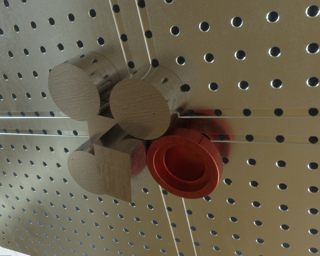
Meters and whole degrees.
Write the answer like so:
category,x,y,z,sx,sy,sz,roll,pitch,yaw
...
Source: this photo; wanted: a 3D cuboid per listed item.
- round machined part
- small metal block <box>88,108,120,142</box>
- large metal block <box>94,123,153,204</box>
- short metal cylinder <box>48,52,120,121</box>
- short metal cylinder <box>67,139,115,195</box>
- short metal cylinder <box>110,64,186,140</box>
category,x,y,z,sx,sy,sz,roll,pitch,yaw
round machined part,0.035,0.042,0.407,0.098,0.042,0.097,13,124,21
small metal block,-0.076,-0.002,0.450,0.050,0.025,0.050,14,124,20
large metal block,-0.042,0.039,0.418,0.050,0.080,0.079,15,125,20
short metal cylinder,-0.100,-0.055,0.413,0.080,0.050,0.079,13,124,21
short metal cylinder,-0.094,0.056,0.479,0.080,0.050,0.079,13,124,21
short metal cylinder,-0.014,-0.032,0.382,0.080,0.050,0.079,13,124,21
